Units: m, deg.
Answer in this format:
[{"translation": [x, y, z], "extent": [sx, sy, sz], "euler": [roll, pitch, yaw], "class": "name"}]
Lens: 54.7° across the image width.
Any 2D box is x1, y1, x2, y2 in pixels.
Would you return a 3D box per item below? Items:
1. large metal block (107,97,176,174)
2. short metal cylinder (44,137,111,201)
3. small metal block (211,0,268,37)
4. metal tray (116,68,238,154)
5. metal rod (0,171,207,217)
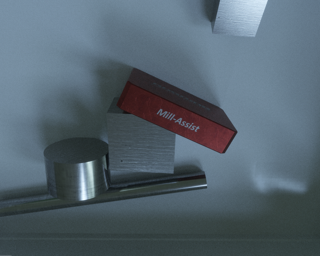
[{"translation": [-0.021, 0.009, 0.394], "extent": [0.081, 0.050, 0.079], "euler": [3, 117, 1], "class": "large metal block"}, {"translation": [-0.105, 0.050, 0.399], "extent": [0.081, 0.080, 0.050], "euler": [1, 110, -1], "class": "short metal cylinder"}, {"translation": [0.089, -0.134, 0.352], "extent": [0.050, 0.025, 0.050], "euler": [4, 139, -2], "class": "small metal block"}, {"translation": [0.019, -0.024, 0.368], "extent": [0.131, 0.090, 0.030], "euler": [24, 108, -9], "class": "metal tray"}, {"translation": [-0.084, 0.095, 0.445], "extent": [0.302, 0.025, 0.025], "euler": [-8, 110, 2], "class": "metal rod"}]
